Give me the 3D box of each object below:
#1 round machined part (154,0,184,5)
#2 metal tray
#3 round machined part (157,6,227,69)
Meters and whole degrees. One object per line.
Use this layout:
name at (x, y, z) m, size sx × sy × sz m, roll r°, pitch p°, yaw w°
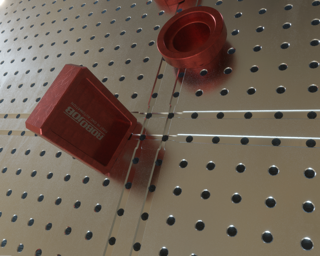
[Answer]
round machined part at (0.022, -0.269, 0.549) m, size 0.098 × 0.042 × 0.098 m, roll -13°, pitch 56°, yaw 20°
metal tray at (-0.090, -0.006, 0.390) m, size 0.030 × 0.130 × 0.090 m, roll 18°, pitch 71°, yaw 35°
round machined part at (0.049, -0.125, 0.447) m, size 0.098 × 0.042 × 0.098 m, roll -13°, pitch 56°, yaw 20°
